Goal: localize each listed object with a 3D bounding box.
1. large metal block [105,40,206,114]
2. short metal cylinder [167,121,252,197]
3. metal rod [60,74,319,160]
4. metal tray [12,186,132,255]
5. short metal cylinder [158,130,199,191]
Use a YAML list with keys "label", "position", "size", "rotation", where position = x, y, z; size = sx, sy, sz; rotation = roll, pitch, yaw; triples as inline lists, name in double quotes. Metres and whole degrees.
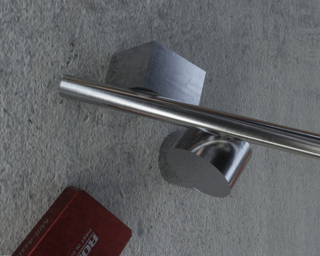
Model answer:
- label: "large metal block"
  position: [-0.007, -0.053, 0.363]
  size: [0.080, 0.080, 0.050]
  rotation: [22, 76, -38]
- label: "short metal cylinder"
  position: [0.055, 0.033, 0.350]
  size: [0.050, 0.080, 0.080]
  rotation: [-51, 120, -27]
- label: "metal rod"
  position: [0.046, -0.008, 0.313]
  size: [0.301, 0.025, 0.025]
  rotation: [14, 78, 5]
- label: "metal tray"
  position: [-0.098, 0.138, 0.319]
  size: [0.090, 0.030, 0.130]
  rotation: [50, 61, -28]
- label: "short metal cylinder"
  position: [0.045, 0.043, 0.426]
  size: [0.081, 0.050, 0.080]
  rotation: [0, 91, -40]
